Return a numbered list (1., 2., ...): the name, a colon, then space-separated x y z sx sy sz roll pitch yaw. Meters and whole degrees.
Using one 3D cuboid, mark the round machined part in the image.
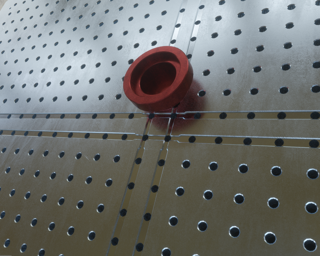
1. round machined part: 0.001 -0.064 0.437 0.098 0.042 0.098 -13 56 21
